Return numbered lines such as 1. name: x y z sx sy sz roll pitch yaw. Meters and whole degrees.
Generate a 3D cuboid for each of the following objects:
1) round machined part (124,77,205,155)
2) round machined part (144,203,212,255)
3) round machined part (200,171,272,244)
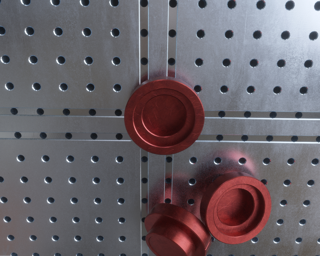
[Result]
1. round machined part: 0.006 -0.018 0.398 0.099 0.042 0.097 0 110 0
2. round machined part: 0.019 0.156 0.436 0.098 0.042 0.097 20 134 22
3. round machined part: 0.102 0.108 0.435 0.099 0.042 0.097 -3 101 -15
